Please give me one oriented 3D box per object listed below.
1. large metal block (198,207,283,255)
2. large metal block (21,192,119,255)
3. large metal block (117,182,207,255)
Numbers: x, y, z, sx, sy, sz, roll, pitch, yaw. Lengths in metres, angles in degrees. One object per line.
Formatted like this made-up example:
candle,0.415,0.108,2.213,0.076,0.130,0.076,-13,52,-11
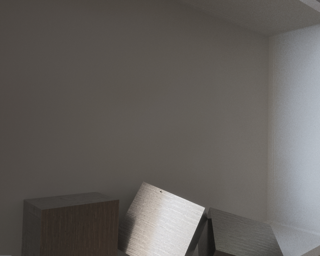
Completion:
large metal block,0.092,0.147,0.364,0.080,0.080,0.050,17,108,-1
large metal block,-0.091,0.113,0.316,0.081,0.050,0.079,3,88,-40
large metal block,0.002,0.121,0.365,0.080,0.080,0.050,-61,156,-22
